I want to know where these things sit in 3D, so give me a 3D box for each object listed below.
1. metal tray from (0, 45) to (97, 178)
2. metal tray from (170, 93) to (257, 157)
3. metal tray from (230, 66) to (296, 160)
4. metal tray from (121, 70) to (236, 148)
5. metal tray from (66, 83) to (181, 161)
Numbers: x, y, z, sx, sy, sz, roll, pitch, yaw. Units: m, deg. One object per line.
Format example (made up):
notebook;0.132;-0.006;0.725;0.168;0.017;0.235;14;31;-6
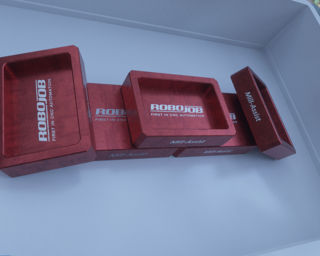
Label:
metal tray;-0.121;-0.021;0.325;0.091;0.030;0.130;-11;65;-5
metal tray;0.070;-0.007;0.443;0.131;0.030;0.090;0;62;-28
metal tray;0.158;-0.021;0.473;0.090;0.030;0.130;21;48;-52
metal tray;0.024;-0.023;0.388;0.131;0.030;0.090;0;61;-28
metal tray;-0.046;-0.008;0.382;0.131;0.030;0.090;0;62;-28
